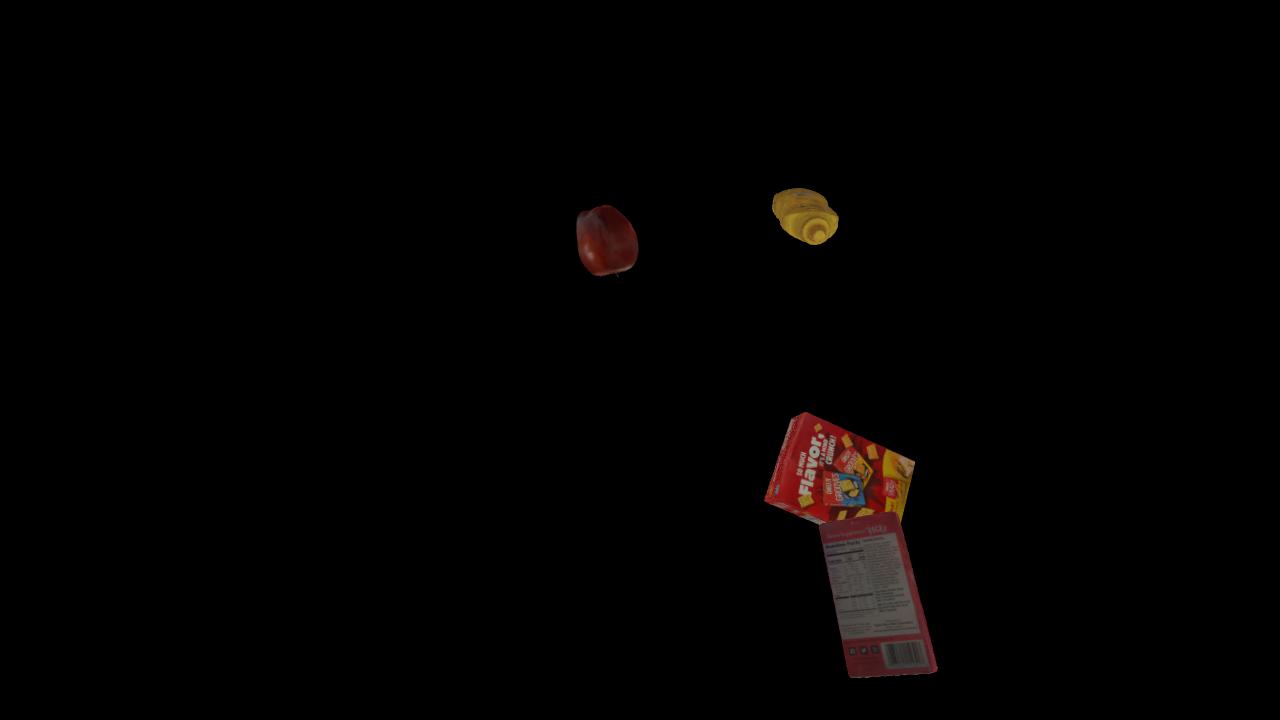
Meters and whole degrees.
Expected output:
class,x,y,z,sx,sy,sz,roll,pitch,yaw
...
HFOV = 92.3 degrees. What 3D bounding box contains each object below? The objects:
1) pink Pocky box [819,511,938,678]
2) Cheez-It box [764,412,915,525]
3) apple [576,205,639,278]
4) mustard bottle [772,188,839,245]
class,x,y,z,sx,sy,sz,roll,pitch,yaw
pink Pocky box,0.245,0.242,0.641,0.084,0.155,0.029,-20,-29,27
Cheez-It box,0.350,0.212,1.076,0.223,0.166,0.071,24,-19,-3
apple,-0.043,-0.151,0.792,0.079,0.093,0.079,-17,12,4
mustard bottle,0.267,-0.226,0.979,0.092,0.054,0.184,8,29,-2
